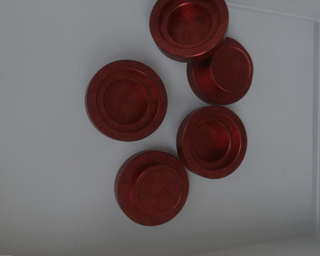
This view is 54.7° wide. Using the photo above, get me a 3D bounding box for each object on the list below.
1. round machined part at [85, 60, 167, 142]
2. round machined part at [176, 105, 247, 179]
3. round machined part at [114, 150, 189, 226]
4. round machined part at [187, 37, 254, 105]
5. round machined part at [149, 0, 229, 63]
[{"bbox_3d":[-0.044,-0.033,0.386,0.099,0.042,0.097,0,90,-21],"label":"round machined part"},{"bbox_3d":[0.067,0.019,0.428,0.099,0.042,0.097,0,90,-21],"label":"round machined part"},{"bbox_3d":[-0.006,0.078,0.400,0.099,0.042,0.097,0,90,-21],"label":"round machined part"},{"bbox_3d":[0.091,-0.081,0.436,0.099,0.042,0.097,0,90,-21],"label":"round machined part"},{"bbox_3d":[0.039,-0.131,0.401,0.098,0.042,0.097,-2,80,11],"label":"round machined part"}]
